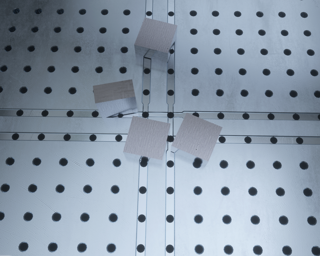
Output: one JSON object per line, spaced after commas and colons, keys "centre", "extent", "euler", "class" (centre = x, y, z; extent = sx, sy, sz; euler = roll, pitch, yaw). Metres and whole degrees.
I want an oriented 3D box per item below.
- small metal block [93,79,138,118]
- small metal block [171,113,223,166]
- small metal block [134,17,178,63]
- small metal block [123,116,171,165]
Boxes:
{"centre": [-0.058, -0.038, 0.412], "extent": [0.050, 0.050, 0.025], "euler": [-10, 71, -4], "class": "small metal block"}
{"centre": [0.048, 0.015, 0.407], "extent": [0.050, 0.025, 0.050], "euler": [23, 72, 8], "class": "small metal block"}
{"centre": [-0.006, -0.130, 0.459], "extent": [0.050, 0.025, 0.050], "euler": [16, 71, 5], "class": "small metal block"}
{"centre": [-0.016, 0.016, 0.406], "extent": [0.050, 0.025, 0.050], "euler": [12, 70, 4], "class": "small metal block"}
